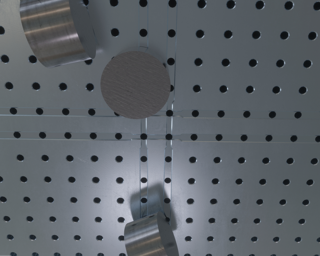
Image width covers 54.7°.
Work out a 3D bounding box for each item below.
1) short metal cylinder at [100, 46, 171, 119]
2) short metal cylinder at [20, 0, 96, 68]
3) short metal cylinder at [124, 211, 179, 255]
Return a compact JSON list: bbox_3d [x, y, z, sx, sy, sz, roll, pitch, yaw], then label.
[{"bbox_3d":[-0.028,-0.056,0.379,0.081,0.050,0.079,0,110,0],"label":"short metal cylinder"},{"bbox_3d":[-0.109,-0.111,0.342,0.050,0.080,0.080,-12,110,4],"label":"short metal cylinder"},{"bbox_3d":[-0.011,0.167,0.446,0.050,0.080,0.080,-23,109,8],"label":"short metal cylinder"}]
